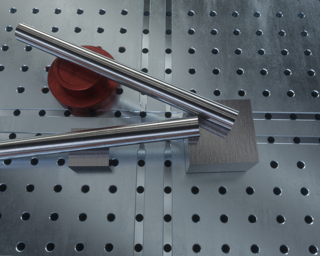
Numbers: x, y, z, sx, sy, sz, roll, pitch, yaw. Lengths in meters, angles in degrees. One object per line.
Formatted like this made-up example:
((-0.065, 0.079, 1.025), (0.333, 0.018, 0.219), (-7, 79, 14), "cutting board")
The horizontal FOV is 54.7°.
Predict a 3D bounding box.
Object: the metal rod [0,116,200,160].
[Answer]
((-0.104, 0.016, 0.375), (0.301, 0.025, 0.025), (-7, 70, 8), "metal rod")

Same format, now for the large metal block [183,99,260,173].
((0.073, 0.011, 0.392), (0.081, 0.050, 0.080), (-2, 70, -1), "large metal block")

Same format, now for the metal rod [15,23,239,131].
((-0.049, -0.068, 0.385), (0.301, 0.025, 0.025), (24, 72, 11), "metal rod")

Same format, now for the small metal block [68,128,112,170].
((-0.089, 0.028, 0.401), (0.050, 0.025, 0.050), (0, 70, -1), "small metal block")

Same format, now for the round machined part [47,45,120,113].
((-0.106, -0.074, 0.428), (0.099, 0.042, 0.098), (0, 70, -1), "round machined part")
